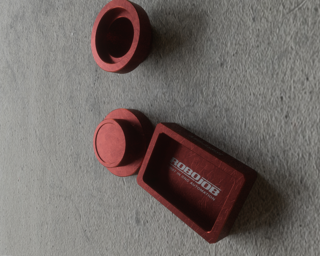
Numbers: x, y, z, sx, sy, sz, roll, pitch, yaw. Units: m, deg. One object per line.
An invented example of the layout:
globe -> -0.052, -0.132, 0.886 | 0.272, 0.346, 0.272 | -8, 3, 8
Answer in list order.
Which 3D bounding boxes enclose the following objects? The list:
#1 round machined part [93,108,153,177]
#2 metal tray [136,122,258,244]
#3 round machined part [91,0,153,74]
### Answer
round machined part -> -0.057, 0.021, 0.439 | 0.098, 0.042, 0.097 | 0, 90, 39
metal tray -> 0.037, 0.059, 0.369 | 0.130, 0.030, 0.089 | 32, 110, 35
round machined part -> -0.049, -0.124, 0.432 | 0.098, 0.042, 0.097 | 0, 90, 39
